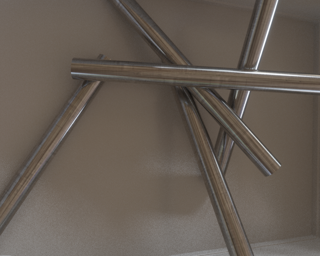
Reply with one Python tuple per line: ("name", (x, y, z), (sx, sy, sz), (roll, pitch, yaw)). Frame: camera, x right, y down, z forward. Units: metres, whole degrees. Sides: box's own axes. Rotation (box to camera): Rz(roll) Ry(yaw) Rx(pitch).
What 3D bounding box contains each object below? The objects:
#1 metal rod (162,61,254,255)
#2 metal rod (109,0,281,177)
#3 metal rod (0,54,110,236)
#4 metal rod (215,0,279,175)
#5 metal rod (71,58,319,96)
("metal rod", (0.058, 0.041, 0.372), (0.025, 0.025, 0.299), (-11, 71, -20))
("metal rod", (0.039, -0.062, 0.383), (0.025, 0.025, 0.300), (-40, 87, -16))
("metal rod", (-0.143, 0.041, 0.358), (0.025, 0.025, 0.300), (35, 78, -17))
("metal rod", (0.104, -0.057, 0.385), (0.025, 0.025, 0.298), (2, 115, -20))
("metal rod", (0.052, -0.059, 0.357), (0.302, 0.025, 0.025), (4, 89, 0))
